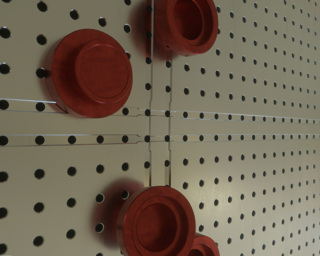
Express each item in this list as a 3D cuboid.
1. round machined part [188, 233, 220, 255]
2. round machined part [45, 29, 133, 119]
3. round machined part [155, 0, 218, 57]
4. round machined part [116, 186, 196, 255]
[{"bbox_3d":[0.036,0.192,0.427,0.099,0.042,0.097,0,90,-40],"label":"round machined part"},{"bbox_3d":[-0.070,-0.059,0.339,0.099,0.042,0.097,0,90,-40],"label":"round machined part"},{"bbox_3d":[0.032,-0.146,0.423,0.099,0.042,0.097,0,90,-40],"label":"round machined part"},{"bbox_3d":[-0.008,0.121,0.381,0.099,0.042,0.098,7,76,-29],"label":"round machined part"}]
